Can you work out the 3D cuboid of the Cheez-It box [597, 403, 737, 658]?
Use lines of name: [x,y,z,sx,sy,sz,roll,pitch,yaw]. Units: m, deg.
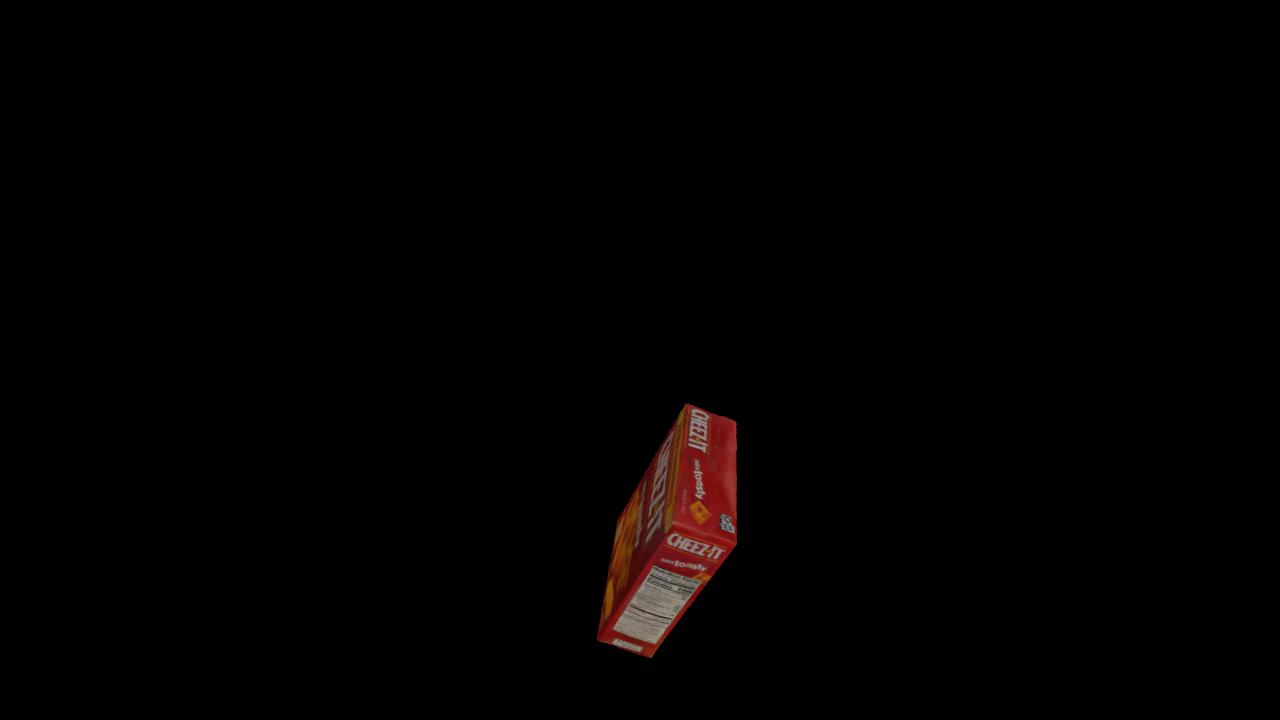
Cheez-It box: [0.029,0.182,0.654,0.071,0.223,0.166,20,36,-7]
